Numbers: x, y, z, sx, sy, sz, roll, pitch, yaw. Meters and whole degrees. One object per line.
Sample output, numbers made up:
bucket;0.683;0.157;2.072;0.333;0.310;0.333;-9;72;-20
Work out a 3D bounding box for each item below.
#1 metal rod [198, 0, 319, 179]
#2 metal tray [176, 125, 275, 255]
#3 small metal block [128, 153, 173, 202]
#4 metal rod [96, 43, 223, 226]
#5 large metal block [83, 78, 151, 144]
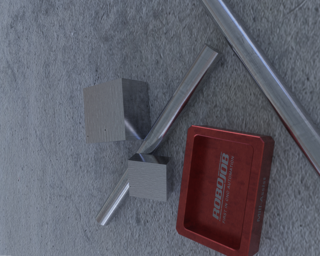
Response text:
metal rod;0.105;-0.056;0.316;0.025;0.025;0.299;-40;66;32
metal tray;0.069;0.066;0.343;0.090;0.030;0.129;11;97;39
small metal block;-0.012;0.062;0.395;0.050;0.025;0.050;5;107;18
metal rod;-0.013;0.025;0.413;0.025;0.025;0.298;47;118;29
large metal block;-0.061;-0.021;0.437;0.080;0.050;0.080;-7;86;39
